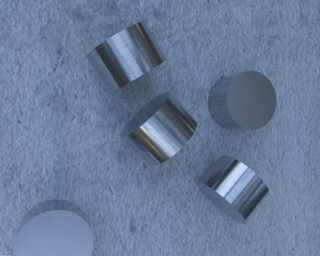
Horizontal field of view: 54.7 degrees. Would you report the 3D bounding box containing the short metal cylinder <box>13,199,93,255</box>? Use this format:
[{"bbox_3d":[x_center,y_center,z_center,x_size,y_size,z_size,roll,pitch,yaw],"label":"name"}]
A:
[{"bbox_3d":[-0.120,0.127,0.352,0.081,0.050,0.079,0,90,-21],"label":"short metal cylinder"}]

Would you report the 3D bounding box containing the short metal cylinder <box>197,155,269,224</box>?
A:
[{"bbox_3d":[0.097,0.082,0.417,0.050,0.080,0.080,-47,105,-14],"label":"short metal cylinder"}]

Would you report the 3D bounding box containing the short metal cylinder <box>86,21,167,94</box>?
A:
[{"bbox_3d":[-0.039,-0.082,0.366,0.080,0.080,0.050,-35,102,-17],"label":"short metal cylinder"}]

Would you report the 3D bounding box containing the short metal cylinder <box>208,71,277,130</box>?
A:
[{"bbox_3d":[0.116,-0.038,0.440,0.081,0.050,0.079,0,90,-21],"label":"short metal cylinder"}]

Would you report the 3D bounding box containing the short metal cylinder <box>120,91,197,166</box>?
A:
[{"bbox_3d":[-0.002,0.000,0.380,0.080,0.080,0.050,-47,105,-14],"label":"short metal cylinder"}]
